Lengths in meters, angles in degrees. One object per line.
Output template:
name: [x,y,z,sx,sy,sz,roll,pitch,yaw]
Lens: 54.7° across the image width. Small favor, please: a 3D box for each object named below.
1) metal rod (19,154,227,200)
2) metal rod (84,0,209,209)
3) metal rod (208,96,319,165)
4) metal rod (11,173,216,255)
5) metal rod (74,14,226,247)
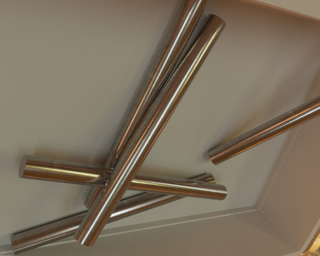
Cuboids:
metal rod: [-0.023,0.071,0.408,0.302,0.025,0.025,15,111,-35]
metal rod: [-0.024,-0.021,0.383,0.025,0.025,0.298,17,110,-35]
metal rod: [0.205,-0.022,0.438,0.300,0.025,0.025,-29,133,20]
metal rod: [-0.052,0.119,0.455,0.303,0.025,0.025,-13,124,-22]
metal rod: [-0.010,0.000,0.361,0.025,0.025,0.299,34,86,-39]
